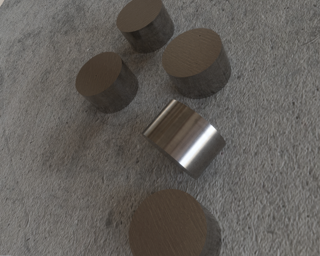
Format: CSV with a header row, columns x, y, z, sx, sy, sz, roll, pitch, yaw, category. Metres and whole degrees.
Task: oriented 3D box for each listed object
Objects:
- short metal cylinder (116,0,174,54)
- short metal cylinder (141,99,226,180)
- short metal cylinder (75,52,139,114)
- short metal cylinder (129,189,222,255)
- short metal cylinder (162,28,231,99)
x,y,z,sx,sy,sz,roll,pitch,yaw,category
-0.023,-0.169,0.504,0.080,0.050,0.080,-13,56,21,short metal cylinder
0.026,0.013,0.347,0.050,0.080,0.080,-50,52,-6,short metal cylinder
-0.080,-0.069,0.472,0.080,0.050,0.080,-13,56,21,short metal cylinder
0.016,0.108,0.313,0.080,0.050,0.080,-13,56,21,short metal cylinder
0.050,-0.086,0.414,0.080,0.050,0.080,-13,56,21,short metal cylinder
